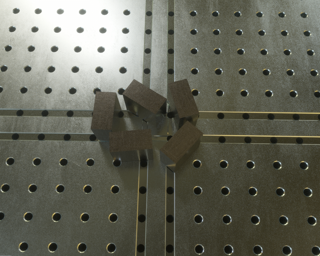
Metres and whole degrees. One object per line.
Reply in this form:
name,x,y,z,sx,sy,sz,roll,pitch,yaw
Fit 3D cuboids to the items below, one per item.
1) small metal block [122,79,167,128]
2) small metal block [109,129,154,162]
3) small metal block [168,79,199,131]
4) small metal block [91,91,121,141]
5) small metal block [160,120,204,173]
small metal block,-0.019,-0.031,0.410,0.050,0.050,0.025,32,74,10
small metal block,-0.035,0.023,0.390,0.050,0.050,0.025,-5,70,-2
small metal block,0.029,-0.029,0.409,0.025,0.050,0.050,-15,70,-5
small metal block,-0.069,-0.014,0.403,0.025,0.050,0.050,3,71,1
small metal block,0.026,0.025,0.389,0.025,0.050,0.050,40,75,14
